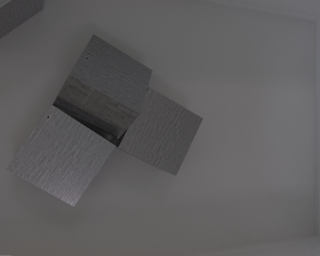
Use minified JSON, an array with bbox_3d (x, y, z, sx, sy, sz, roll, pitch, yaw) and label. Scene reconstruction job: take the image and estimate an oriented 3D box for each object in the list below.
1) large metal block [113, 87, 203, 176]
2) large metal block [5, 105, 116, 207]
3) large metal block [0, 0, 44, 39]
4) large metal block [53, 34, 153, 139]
[{"bbox_3d":[-0.005,0.005,0.395,0.080,0.050,0.080,29,81,-18],"label":"large metal block"},{"bbox_3d":[-0.110,0.028,0.352,0.080,0.050,0.080,35,85,-17],"label":"large metal block"},{"bbox_3d":[-0.170,-0.135,0.318,0.080,0.080,0.050,-43,104,-15],"label":"large metal block"},{"bbox_3d":[-0.062,-0.048,0.354,0.080,0.050,0.080,29,43,-18],"label":"large metal block"}]
